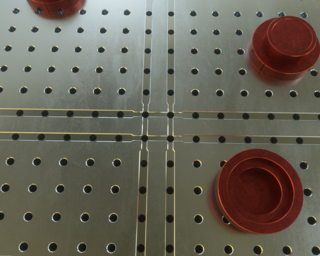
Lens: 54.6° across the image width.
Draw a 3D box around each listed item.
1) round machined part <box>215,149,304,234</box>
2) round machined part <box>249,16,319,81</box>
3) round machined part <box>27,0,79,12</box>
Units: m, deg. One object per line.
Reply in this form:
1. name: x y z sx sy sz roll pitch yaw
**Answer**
1. round machined part: 0.115 0.077 0.375 0.099 0.042 0.098 0 70 0
2. round machined part: 0.183 -0.121 0.448 0.099 0.042 0.098 0 70 0
3. round machined part: -0.172 -0.236 0.488 0.099 0.042 0.098 0 70 0
